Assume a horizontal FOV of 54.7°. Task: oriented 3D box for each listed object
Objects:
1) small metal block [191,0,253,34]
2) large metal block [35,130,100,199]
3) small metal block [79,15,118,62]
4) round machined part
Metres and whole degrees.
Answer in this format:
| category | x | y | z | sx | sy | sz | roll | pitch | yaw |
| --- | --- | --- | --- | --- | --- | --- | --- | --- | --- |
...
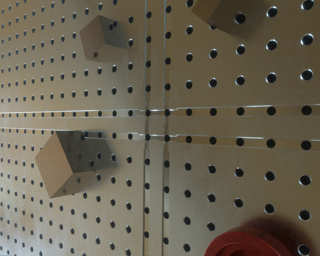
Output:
| category | x | y | z | sx | sy | sz | roll | pitch | yaw |
| --- | --- | --- | --- | --- | --- | --- | --- | --- | --- |
| small metal block | 0.070 | -0.135 | 0.335 | 0.025 | 0.050 | 0.050 | 50 | 119 | 28 |
| large metal block | -0.158 | 0.060 | 0.520 | 0.080 | 0.050 | 0.080 | -44 | 64 | 31 |
| small metal block | -0.097 | -0.139 | 0.487 | 0.050 | 0.025 | 0.050 | -24 | 75 | 37 |
| round machined part | 0.096 | 0.151 | 0.318 | 0.098 | 0.042 | 0.097 | 0 | 90 | 39 |
